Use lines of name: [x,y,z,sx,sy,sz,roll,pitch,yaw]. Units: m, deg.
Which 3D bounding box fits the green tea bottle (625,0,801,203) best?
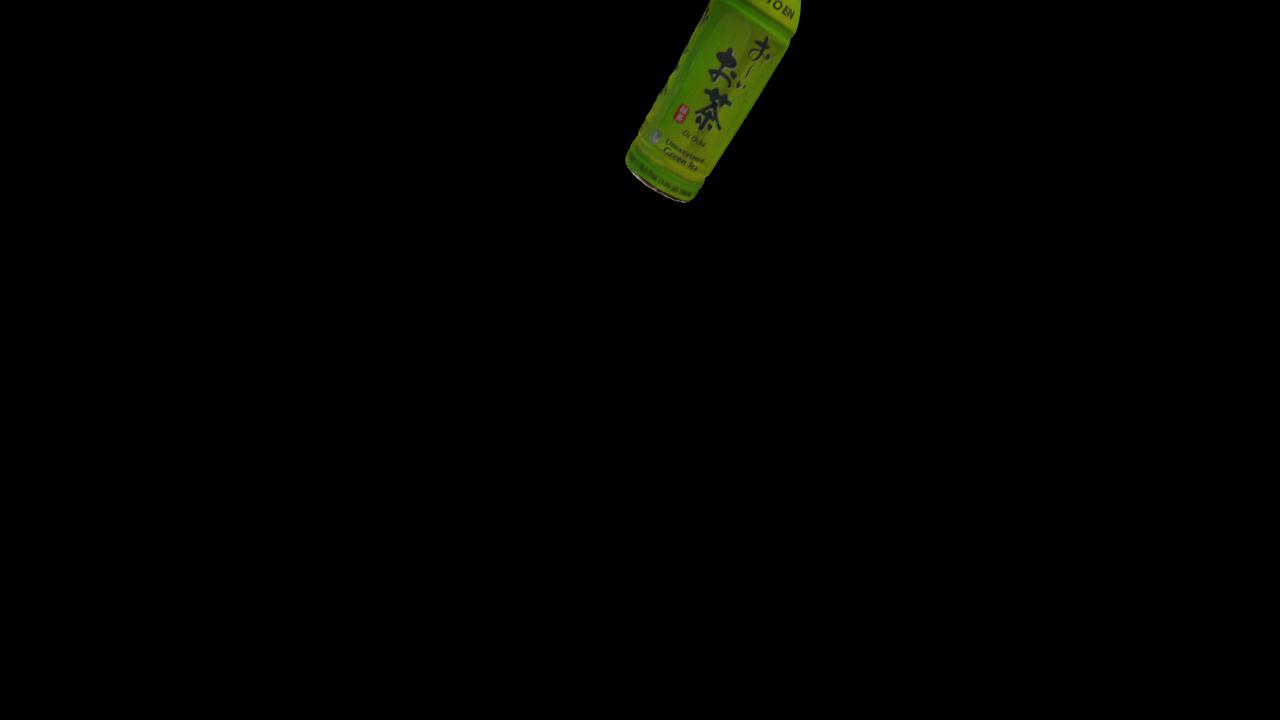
green tea bottle: [0.067,-0.230,0.481,0.073,0.212,0.073,26,27,-15]
